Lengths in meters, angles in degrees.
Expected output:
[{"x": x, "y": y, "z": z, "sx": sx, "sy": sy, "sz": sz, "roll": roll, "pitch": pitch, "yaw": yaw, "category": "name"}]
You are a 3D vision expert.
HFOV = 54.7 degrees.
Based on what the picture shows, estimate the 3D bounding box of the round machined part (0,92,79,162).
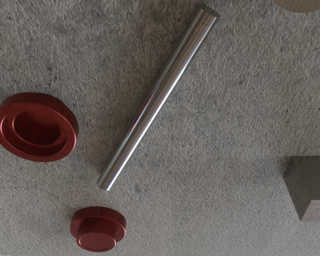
[{"x": -0.152, "y": -0.005, "z": 0.390, "sx": 0.099, "sy": 0.042, "sz": 0.097, "roll": 0, "pitch": 130, "yaw": 0, "category": "round machined part"}]

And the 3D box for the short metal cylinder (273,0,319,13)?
[{"x": 0.125, "y": -0.148, "z": 0.266, "sx": 0.081, "sy": 0.050, "sz": 0.079, "roll": 0, "pitch": 130, "yaw": 0, "category": "short metal cylinder"}]

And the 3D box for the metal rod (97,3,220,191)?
[{"x": -0.018, "y": -0.015, "z": 0.393, "sx": 0.025, "sy": 0.025, "sz": 0.298, "roll": 21, "pitch": 127, "yaw": -17, "category": "metal rod"}]

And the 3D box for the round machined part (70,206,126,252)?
[{"x": -0.111, "y": 0.186, "z": 0.554, "sx": 0.099, "sy": 0.042, "sz": 0.097, "roll": 0, "pitch": 130, "yaw": 0, "category": "round machined part"}]

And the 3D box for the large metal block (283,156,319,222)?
[{"x": 0.236, "y": 0.086, "z": 0.447, "sx": 0.081, "sy": 0.080, "sz": 0.050, "roll": 0, "pitch": 130, "yaw": 0, "category": "large metal block"}]
